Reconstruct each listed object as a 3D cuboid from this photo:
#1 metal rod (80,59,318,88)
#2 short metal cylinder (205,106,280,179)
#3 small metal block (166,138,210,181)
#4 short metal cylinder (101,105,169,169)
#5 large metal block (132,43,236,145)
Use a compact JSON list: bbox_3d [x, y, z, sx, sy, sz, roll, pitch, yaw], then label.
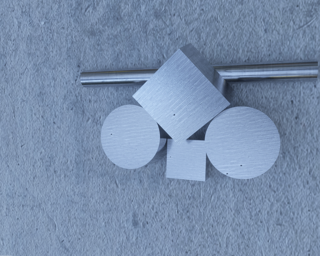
[{"bbox_3d":[0.034,-0.068,0.398,0.301,0.025,0.025,1,91,19],"label":"metal rod"},{"bbox_3d":[0.097,0.016,0.362,0.080,0.050,0.079,0,90,20],"label":"short metal cylinder"},{"bbox_3d":[0.037,0.039,0.398,0.050,0.025,0.050,2,91,20],"label":"small metal block"},{"bbox_3d":[-0.029,0.011,0.406,0.080,0.050,0.079,0,90,20],"label":"short metal cylinder"},{"bbox_3d":[0.029,-0.040,0.368,0.080,0.050,0.080,47,119,-3],"label":"large metal block"}]
